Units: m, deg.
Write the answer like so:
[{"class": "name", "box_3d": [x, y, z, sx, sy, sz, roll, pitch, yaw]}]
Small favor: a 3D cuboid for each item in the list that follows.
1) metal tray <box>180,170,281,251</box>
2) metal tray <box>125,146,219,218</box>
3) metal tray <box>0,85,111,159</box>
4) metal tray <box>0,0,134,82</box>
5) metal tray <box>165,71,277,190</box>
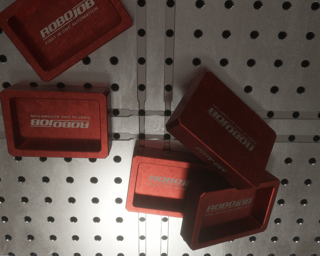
[{"class": "metal tray", "box_3d": [0.096, 0.109, 0.423, 0.131, 0.030, 0.089, -4, 114, -26]}, {"class": "metal tray", "box_3d": [0.022, 0.081, 0.440, 0.131, 0.030, 0.089, 8, 110, -4]}, {"class": "metal tray", "box_3d": [-0.132, -0.008, 0.405, 0.131, 0.030, 0.089, 1, 110, -1]}, {"class": "metal tray", "box_3d": [-0.108, -0.126, 0.362, 0.130, 0.030, 0.090, -31, 108, 10]}, {"class": "metal tray", "box_3d": [0.080, 0.004, 0.383, 0.130, 0.090, 0.030, 40, 148, -14]}]
